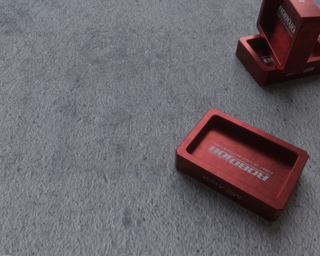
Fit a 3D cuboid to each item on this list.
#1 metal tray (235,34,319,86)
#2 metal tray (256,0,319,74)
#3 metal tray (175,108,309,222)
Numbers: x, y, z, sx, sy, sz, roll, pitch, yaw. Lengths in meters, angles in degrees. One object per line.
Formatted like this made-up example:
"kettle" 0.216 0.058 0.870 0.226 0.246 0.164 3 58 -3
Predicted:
"metal tray" 0.202 -0.119 0.501 0.131 0.030 0.090 -13 51 -11
"metal tray" 0.183 -0.153 0.450 0.030 0.089 0.130 -4 50 -3
"metal tray" 0.095 0.038 0.368 0.130 0.030 0.090 28 55 21
